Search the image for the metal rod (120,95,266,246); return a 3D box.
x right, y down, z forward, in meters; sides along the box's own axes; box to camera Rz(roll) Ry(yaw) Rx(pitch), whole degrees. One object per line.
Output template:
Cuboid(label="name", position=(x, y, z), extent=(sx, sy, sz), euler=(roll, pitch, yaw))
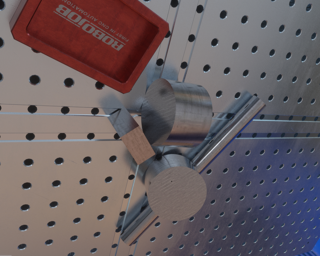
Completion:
Cuboid(label="metal rod", position=(0.049, 0.068, 0.479), extent=(0.300, 0.025, 0.025), euler=(-47, 129, 4))

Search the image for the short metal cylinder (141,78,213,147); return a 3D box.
Cuboid(label="short metal cylinder", position=(0.018, -0.017, 0.375), extent=(0.050, 0.080, 0.079), euler=(4, 116, -31))

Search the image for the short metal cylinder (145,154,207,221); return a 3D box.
Cuboid(label="short metal cylinder", position=(0.020, 0.083, 0.439), extent=(0.081, 0.050, 0.079), euler=(-2, 104, -8))

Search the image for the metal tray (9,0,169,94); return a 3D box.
Cuboid(label="metal tray", position=(-0.065, -0.101, 0.309), extent=(0.131, 0.030, 0.090), euler=(25, 105, -37))

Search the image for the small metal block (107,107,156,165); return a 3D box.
Cuboid(label="small metal block", position=(-0.035, 0.009, 0.382), extent=(0.025, 0.050, 0.050), euler=(-33, 129, -7))
